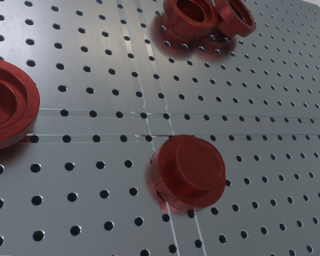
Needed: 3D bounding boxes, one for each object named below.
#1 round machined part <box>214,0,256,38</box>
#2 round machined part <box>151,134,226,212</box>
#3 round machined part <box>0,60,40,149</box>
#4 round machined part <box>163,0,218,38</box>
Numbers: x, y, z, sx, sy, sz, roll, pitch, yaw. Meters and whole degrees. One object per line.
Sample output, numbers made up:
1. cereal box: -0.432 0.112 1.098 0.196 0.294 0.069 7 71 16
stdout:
1. round machined part: 0.134 -0.211 0.586 0.098 0.042 0.098 27 46 -31
2. round machined part: 0.042 0.051 0.388 0.099 0.042 0.098 13 56 -21
3. round machined part: -0.177 -0.021 0.315 0.099 0.042 0.098 13 56 -21
4. round machined part: 0.049 -0.198 0.544 0.099 0.042 0.098 13 56 -21
